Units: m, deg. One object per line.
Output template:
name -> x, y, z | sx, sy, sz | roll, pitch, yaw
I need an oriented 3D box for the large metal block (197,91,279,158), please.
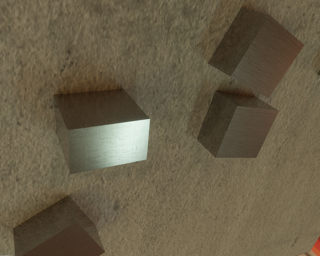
large metal block -> 0.112, -0.004, 0.452 | 0.081, 0.050, 0.079 | 4, 117, -31

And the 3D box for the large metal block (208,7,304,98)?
large metal block -> 0.124, -0.096, 0.401 | 0.080, 0.050, 0.080 | 19, 108, -36

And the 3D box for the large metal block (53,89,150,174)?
large metal block -> -0.066, -0.001, 0.336 | 0.081, 0.080, 0.050 | -9, 122, -24

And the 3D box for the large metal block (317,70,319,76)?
large metal block -> 0.320, -0.102, 0.506 | 0.081, 0.050, 0.080 | 16, 110, -35

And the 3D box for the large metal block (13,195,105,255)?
large metal block -> -0.133, 0.150, 0.412 | 0.080, 0.050, 0.080 | -31, 129, -9
